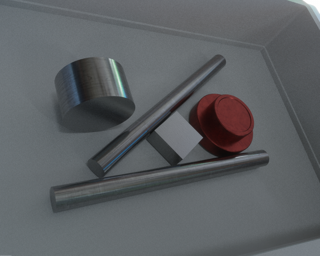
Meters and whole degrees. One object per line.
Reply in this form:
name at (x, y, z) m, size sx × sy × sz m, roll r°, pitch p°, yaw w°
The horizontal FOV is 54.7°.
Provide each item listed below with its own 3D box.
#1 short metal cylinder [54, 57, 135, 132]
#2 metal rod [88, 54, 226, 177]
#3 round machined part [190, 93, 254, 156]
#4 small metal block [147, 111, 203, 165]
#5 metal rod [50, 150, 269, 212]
short metal cylinder at (-0.074, -0.035, 0.352) m, size 0.081 × 0.080 × 0.050 m, roll -5°, pitch 65°, yaw -31°
metal rod at (0.016, -0.035, 0.435) m, size 0.025 × 0.025 × 0.302 m, roll 45°, pitch 51°, yaw 3°
round machined part at (0.097, -0.010, 0.451) m, size 0.099 × 0.042 × 0.098 m, roll 14°, pitch 56°, yaw -21°
small metal block at (0.020, 0.014, 0.407) m, size 0.050 × 0.025 × 0.050 m, roll 46°, pitch 51°, yaw 3°
metal rod at (0.024, 0.057, 0.383) m, size 0.303 × 0.025 × 0.025 m, roll -6°, pitch 65°, yaw -31°
